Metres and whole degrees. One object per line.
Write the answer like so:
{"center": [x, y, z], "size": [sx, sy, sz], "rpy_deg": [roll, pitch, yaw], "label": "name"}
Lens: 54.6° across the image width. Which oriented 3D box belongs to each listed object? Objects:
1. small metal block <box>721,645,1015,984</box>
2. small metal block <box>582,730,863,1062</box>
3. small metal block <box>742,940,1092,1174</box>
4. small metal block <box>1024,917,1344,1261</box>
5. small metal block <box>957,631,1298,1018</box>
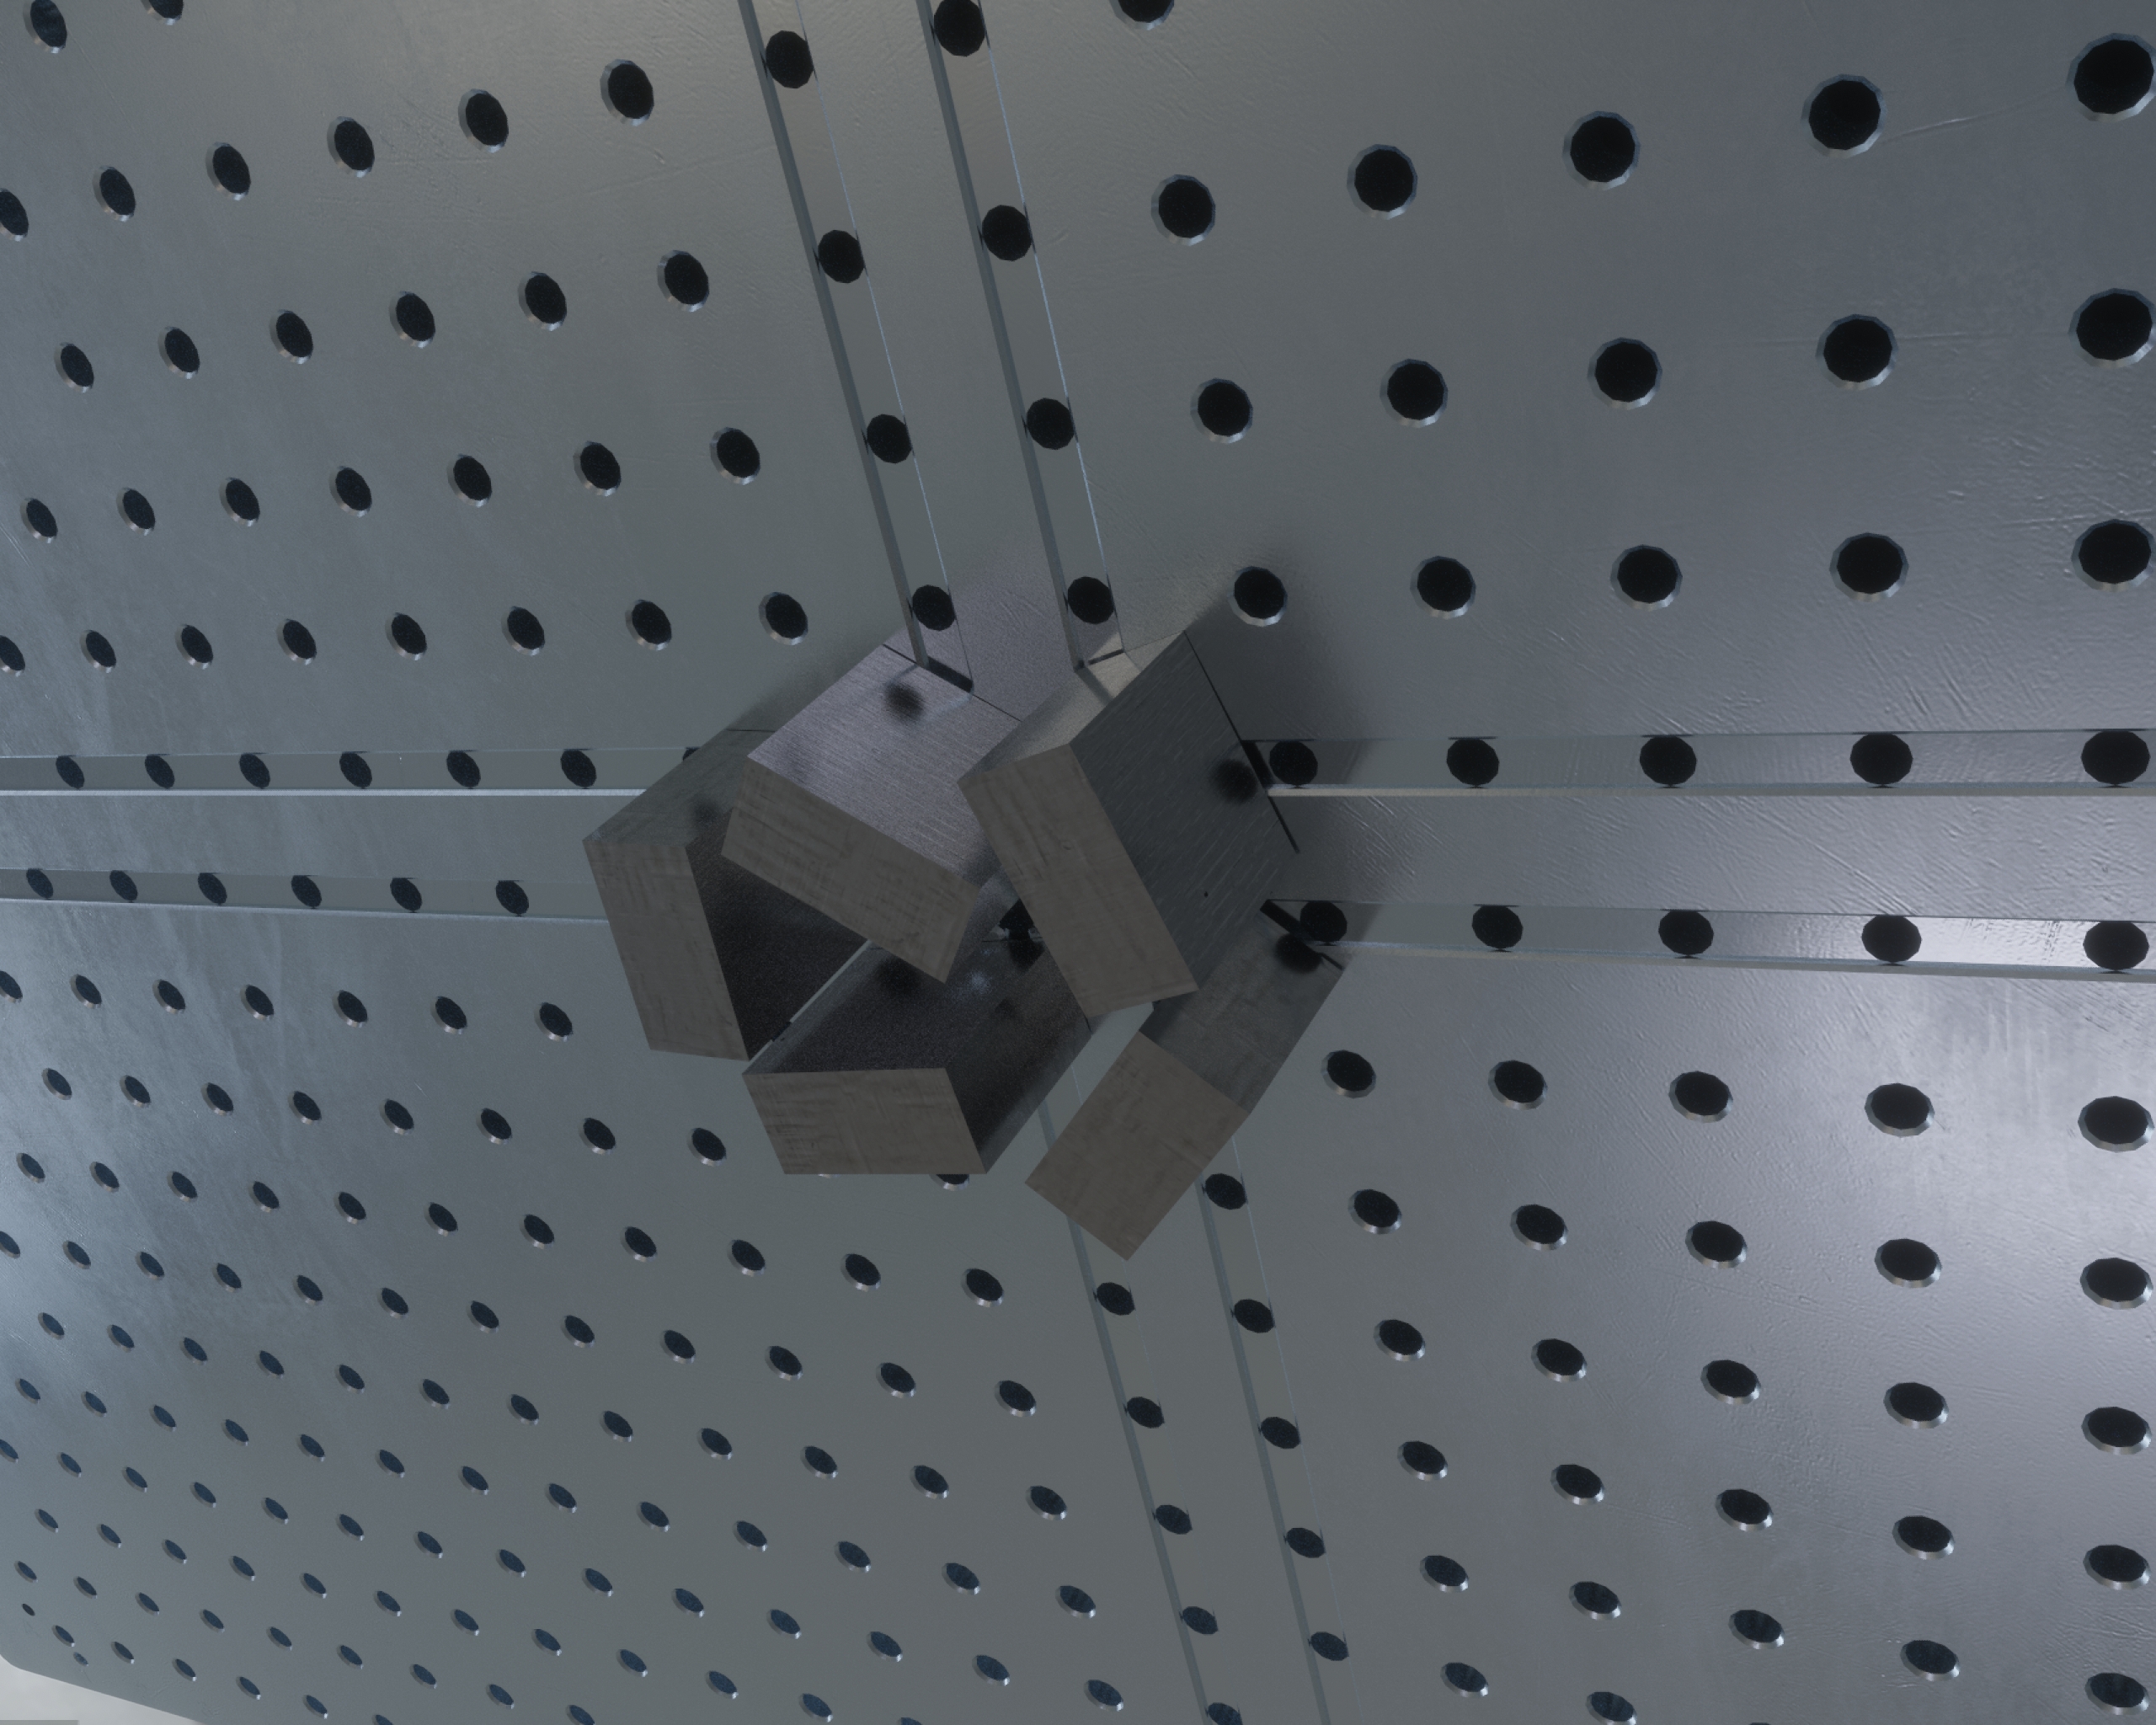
{"center": [-0.032, -0.011, 0.406], "size": [0.050, 0.050, 0.025], "rpy_deg": [29, 129, 9], "label": "small metal block"}
{"center": [-0.072, 0.006, 0.437], "size": [0.025, 0.050, 0.050], "rpy_deg": [4, 121, 27], "label": "small metal block"}
{"center": [-0.033, 0.040, 0.437], "size": [0.050, 0.050, 0.025], "rpy_deg": [-5, 116, 30], "label": "small metal block"}
{"center": [0.021, 0.042, 0.410], "size": [0.025, 0.050, 0.050], "rpy_deg": [37, 129, 5], "label": "small metal block"}
{"center": [0.011, -0.008, 0.384], "size": [0.025, 0.050, 0.050], "rpy_deg": [-17, 109, 35], "label": "small metal block"}
